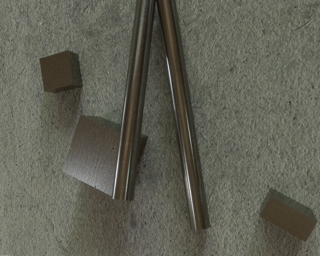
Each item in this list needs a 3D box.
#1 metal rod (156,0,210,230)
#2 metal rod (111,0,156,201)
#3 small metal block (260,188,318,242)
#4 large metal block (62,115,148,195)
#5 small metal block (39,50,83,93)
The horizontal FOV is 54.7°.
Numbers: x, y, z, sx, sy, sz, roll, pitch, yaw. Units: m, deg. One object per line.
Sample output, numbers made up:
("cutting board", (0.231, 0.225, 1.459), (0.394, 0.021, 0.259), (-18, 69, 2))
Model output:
("metal rod", (0.029, -0.023, 0.398), (0.025, 0.025, 0.298), (-9, 87, 19))
("metal rod", (-0.028, -0.064, 0.383), (0.025, 0.025, 0.299), (1, 77, 19))
("small metal block", (0.142, 0.095, 0.346), (0.050, 0.050, 0.025), (28, 99, 17))
("large metal block", (-0.074, 0.035, 0.420), (0.080, 0.050, 0.080), (22, 97, 18))
("small metal block", (-0.146, -0.082, 0.459), (0.050, 0.025, 0.050), (-10, 87, 19))
